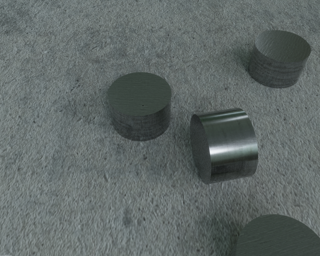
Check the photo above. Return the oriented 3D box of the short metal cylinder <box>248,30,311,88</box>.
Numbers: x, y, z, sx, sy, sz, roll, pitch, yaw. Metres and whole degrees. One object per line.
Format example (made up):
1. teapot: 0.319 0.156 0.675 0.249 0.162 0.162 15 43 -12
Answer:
1. short metal cylinder: 0.182 -0.107 0.478 0.080 0.050 0.080 0 50 0

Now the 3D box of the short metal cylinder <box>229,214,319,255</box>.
1. short metal cylinder: 0.105 0.127 0.281 0.080 0.050 0.080 0 50 0

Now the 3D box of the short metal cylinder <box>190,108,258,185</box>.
1. short metal cylinder: 0.069 0.020 0.351 0.050 0.080 0.080 -9 51 -7

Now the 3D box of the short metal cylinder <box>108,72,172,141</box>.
1. short metal cylinder: -0.026 -0.029 0.411 0.080 0.050 0.080 0 50 0
